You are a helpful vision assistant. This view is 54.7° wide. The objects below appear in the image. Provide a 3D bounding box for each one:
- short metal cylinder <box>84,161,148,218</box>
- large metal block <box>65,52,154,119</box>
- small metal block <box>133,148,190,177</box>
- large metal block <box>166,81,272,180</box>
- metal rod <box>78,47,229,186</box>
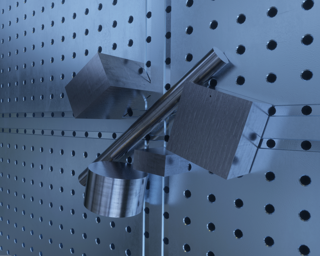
[{"bbox_3d":[-0.059,0.080,0.419,0.080,0.081,0.050,15,100,38],"label":"short metal cylinder"},{"bbox_3d":[-0.070,-0.054,0.430,0.080,0.081,0.050,-35,69,34],"label":"large metal block"},{"bbox_3d":[0.003,0.041,0.389,0.050,0.050,0.025,7,95,39],"label":"small metal block"},{"bbox_3d":[0.062,0.000,0.337,0.080,0.050,0.079,25,105,37],"label":"large metal block"},{"bbox_3d":[-0.027,0.001,0.428,0.299,0.025,0.025,-41,65,32],"label":"metal rod"}]
